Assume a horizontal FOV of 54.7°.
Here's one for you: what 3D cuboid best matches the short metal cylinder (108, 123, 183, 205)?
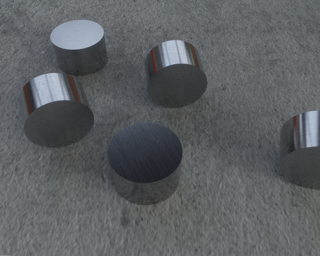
[{"bbox_3d":[-0.016,0.040,0.353,0.081,0.050,0.080,0,50,0],"label":"short metal cylinder"}]

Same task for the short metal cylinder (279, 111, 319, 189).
[{"bbox_3d":[0.178,0.026,0.348,0.080,0.080,0.050,12,51,9],"label":"short metal cylinder"}]

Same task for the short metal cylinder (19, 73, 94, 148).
[{"bbox_3d":[-0.128,-0.021,0.383,0.081,0.080,0.050,-18,53,-15],"label":"short metal cylinder"}]

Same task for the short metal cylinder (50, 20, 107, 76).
[{"bbox_3d":[-0.127,-0.128,0.493,0.081,0.050,0.080,0,50,0],"label":"short metal cylinder"}]

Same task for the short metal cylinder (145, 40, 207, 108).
[{"bbox_3d":[0.021,-0.073,0.430,0.081,0.080,0.050,-5,50,-4],"label":"short metal cylinder"}]
